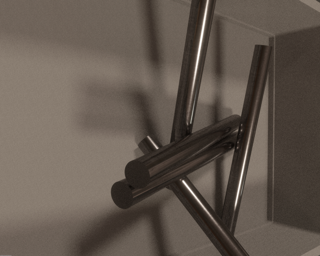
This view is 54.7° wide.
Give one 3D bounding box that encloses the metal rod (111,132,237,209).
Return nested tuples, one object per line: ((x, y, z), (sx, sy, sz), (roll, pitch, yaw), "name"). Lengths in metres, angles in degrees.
((0.049, 0.038, 0.396), (0.302, 0.025, 0.025), (-14, 100, -56), "metal rod")

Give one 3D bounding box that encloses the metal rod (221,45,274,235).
((0.126, 0.028, 0.468), (0.025, 0.025, 0.298), (-3, 107, -40), "metal rod")

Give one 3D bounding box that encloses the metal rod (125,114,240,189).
((0.054, 0.014, 0.388), (0.302, 0.025, 0.025), (-19, 103, -59), "metal rod")

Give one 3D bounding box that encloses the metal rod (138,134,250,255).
((0.073, 0.129, 0.362), (0.025, 0.025, 0.300), (-28, 73, -37), "metal rod")

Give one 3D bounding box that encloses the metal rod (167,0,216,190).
((0.035, -0.054, 0.360), (0.025, 0.025, 0.298), (-16, 125, -39), "metal rod")
